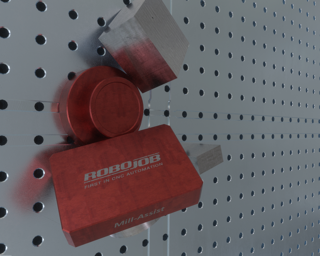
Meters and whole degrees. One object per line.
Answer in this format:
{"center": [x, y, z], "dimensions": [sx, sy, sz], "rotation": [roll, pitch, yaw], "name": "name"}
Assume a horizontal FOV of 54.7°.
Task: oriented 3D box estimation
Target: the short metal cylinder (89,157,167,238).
{"center": [-0.037, 0.073, 0.343], "dimensions": [0.080, 0.080, 0.050], "rotation": [-40, 115, -33], "name": "short metal cylinder"}

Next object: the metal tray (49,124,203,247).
{"center": [-0.035, 0.050, 0.309], "dimensions": [0.131, 0.090, 0.030], "rotation": [-15, 138, -16], "name": "metal tray"}

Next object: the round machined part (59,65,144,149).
{"center": [-0.058, -0.022, 0.350], "dimensions": [0.099, 0.042, 0.097], "rotation": [0, 90, -40], "name": "round machined part"}

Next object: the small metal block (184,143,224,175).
{"center": [0.052, 0.042, 0.437], "dimensions": [0.050, 0.050, 0.025], "rotation": [-20, 103, -38], "name": "small metal block"}

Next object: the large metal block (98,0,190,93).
{"center": [-0.014, -0.102, 0.363], "dimensions": [0.080, 0.050, 0.080], "rotation": [51, 37, -28], "name": "large metal block"}
